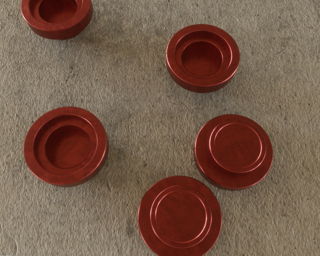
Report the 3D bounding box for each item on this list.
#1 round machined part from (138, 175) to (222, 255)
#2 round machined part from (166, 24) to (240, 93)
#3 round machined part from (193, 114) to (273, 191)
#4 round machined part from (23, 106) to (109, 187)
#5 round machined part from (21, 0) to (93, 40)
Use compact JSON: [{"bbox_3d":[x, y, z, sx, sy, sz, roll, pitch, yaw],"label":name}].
[{"bbox_3d":[0.023,0.104,0.361,0.099,0.042,0.098,0,70,0],"label":"round machined part"},{"bbox_3d":[0.057,-0.092,0.433,0.099,0.042,0.098,0,70,0],"label":"round machined part"},{"bbox_3d":[0.093,0.027,0.390,0.099,0.042,0.098,0,70,0],"label":"round machined part"},{"bbox_3d":[-0.113,0.026,0.389,0.099,0.042,0.098,0,70,0],"label":"round machined part"},{"bbox_3d":[-0.148,-0.172,0.461,0.099,0.042,0.098,0,70,0],"label":"round machined part"}]
